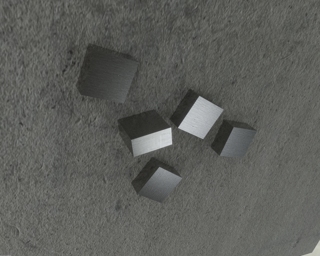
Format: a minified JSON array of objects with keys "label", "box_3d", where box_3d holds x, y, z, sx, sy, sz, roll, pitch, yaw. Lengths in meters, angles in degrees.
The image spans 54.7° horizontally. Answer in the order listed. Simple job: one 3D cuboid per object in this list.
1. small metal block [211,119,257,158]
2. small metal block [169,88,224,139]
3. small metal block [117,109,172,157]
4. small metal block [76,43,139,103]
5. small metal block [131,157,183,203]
[{"label":"small metal block","box_3d":[0.114,0.017,0.480,0.050,0.025,0.050,8,115,-32]},{"label":"small metal block","box_3d":[0.050,-0.019,0.423,0.050,0.025,0.050,24,106,-37]},{"label":"small metal block","box_3d":[-0.019,0.005,0.383,0.050,0.050,0.025,-17,125,-19]},{"label":"small metal block","box_3d":[-0.058,-0.059,0.339,0.050,0.025,0.050,9,114,-33]},{"label":"small metal block","box_3d":[-0.004,0.077,0.452,0.050,0.025,0.050,32,101,-38]}]
